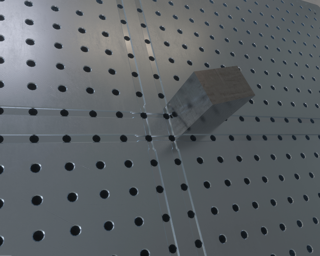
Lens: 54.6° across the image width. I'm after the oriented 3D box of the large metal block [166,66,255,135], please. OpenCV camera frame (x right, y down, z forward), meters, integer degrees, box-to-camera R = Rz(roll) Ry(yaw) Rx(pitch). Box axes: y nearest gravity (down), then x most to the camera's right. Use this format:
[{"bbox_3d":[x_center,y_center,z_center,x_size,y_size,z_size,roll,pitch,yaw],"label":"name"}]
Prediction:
[{"bbox_3d":[0.069,-0.039,0.433,0.081,0.080,0.050,-14,69,-34],"label":"large metal block"}]
